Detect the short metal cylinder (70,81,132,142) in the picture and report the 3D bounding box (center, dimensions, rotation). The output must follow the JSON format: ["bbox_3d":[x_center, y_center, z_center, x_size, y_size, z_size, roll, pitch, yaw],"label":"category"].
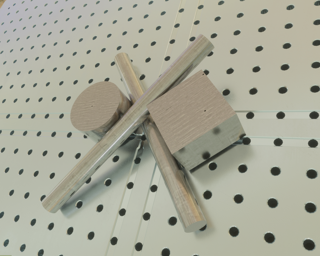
[{"bbox_3d":[-0.078,-0.019,0.440,0.080,0.050,0.080,-13,56,21],"label":"short metal cylinder"}]

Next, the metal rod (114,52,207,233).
[{"bbox_3d":[-0.013,-0.005,0.412,0.025,0.025,0.300,-31,52,8],"label":"metal rod"}]

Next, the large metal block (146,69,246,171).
[{"bbox_3d":[0.042,-0.009,0.370,0.080,0.050,0.080,-33,52,6],"label":"large metal block"}]

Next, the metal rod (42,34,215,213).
[{"bbox_3d":[-0.045,-0.001,0.401,0.300,0.025,0.025,-46,51,7],"label":"metal rod"}]
